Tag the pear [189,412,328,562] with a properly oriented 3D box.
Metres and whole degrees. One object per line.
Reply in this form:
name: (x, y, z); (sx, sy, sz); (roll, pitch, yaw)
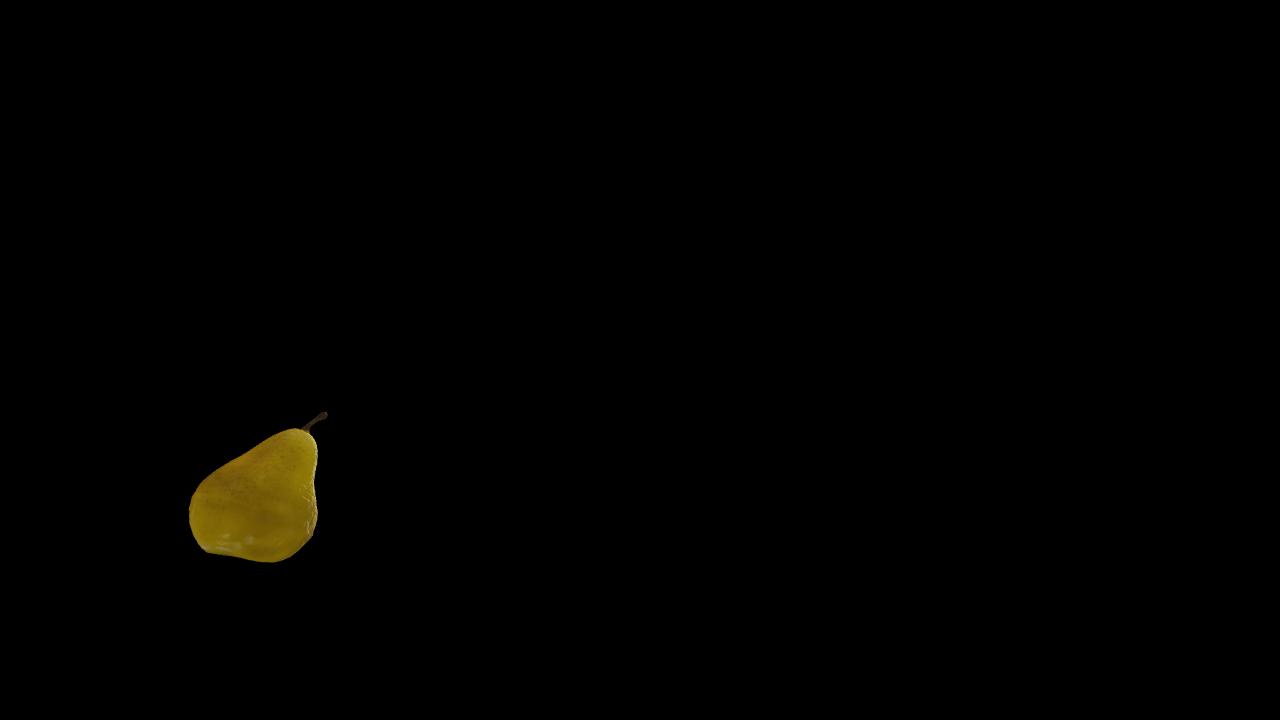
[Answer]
pear: (-0.266, 0.085, 0.441); (0.080, 0.111, 0.080); (8, -22, 3)
